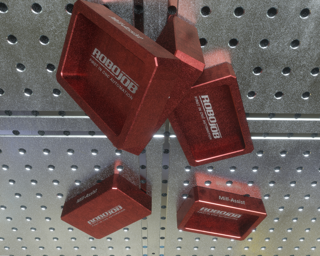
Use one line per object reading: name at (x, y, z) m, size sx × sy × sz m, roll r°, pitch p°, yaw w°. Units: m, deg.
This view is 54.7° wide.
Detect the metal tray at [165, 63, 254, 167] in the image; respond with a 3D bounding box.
metal tray at (0.063, -0.011, 0.400) m, size 0.090 × 0.030 × 0.130 m, roll -16°, pitch 129°, yaw 13°

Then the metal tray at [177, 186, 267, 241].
metal tray at (0.105, 0.151, 0.538) m, size 0.131 × 0.030 × 0.089 m, roll 14°, pitch 129°, yaw -12°

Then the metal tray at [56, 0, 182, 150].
metal tray at (-0.047, -0.053, 0.293) m, size 0.030 × 0.130 × 0.089 m, roll -7°, pitch 130°, yaw -46°

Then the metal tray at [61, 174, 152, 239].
metal tray at (-0.090, 0.136, 0.523) m, size 0.130 × 0.030 × 0.090 m, roll -32°, pitch 124°, yaw 24°

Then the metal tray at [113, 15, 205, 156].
metal tray at (-0.006, -0.044, 0.331) m, size 0.030 × 0.090 × 0.129 m, roll 24°, pitch 126°, yaw -19°
